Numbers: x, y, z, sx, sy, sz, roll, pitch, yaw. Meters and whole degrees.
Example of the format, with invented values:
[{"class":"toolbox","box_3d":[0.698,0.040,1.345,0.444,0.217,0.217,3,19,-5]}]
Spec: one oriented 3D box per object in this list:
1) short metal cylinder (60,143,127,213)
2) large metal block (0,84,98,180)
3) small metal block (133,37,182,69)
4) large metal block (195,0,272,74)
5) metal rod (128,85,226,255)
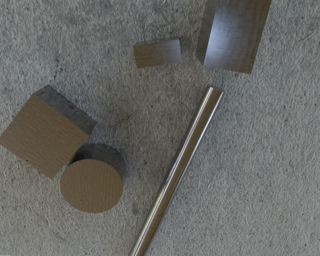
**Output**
[{"class":"short metal cylinder","box_3d":[-0.088,0.067,0.420,0.081,0.050,0.079,0,110,0]},{"class":"large metal block","box_3d":[-0.141,0.004,0.397,0.080,0.050,0.080,39,105,-13]},{"class":"small metal block","box_3d":[-0.002,-0.090,0.363,0.050,0.050,0.025,-8,110,2]},{"class":"large metal block","box_3d":[0.076,-0.110,0.341,0.050,0.080,0.079,10,110,-4]},{"class":"metal rod","box_3d":[0.016,0.080,0.439,0.025,0.025,0.298,21,109,-8]}]
